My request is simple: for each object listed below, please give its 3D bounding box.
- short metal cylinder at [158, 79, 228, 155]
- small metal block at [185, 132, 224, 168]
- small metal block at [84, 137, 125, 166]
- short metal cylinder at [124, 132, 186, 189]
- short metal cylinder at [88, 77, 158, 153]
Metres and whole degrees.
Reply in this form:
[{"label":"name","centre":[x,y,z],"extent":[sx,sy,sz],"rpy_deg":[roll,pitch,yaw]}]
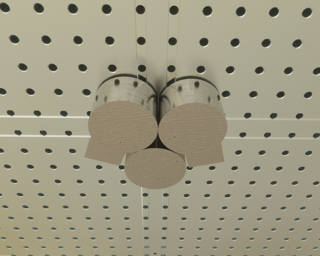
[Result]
[{"label":"short metal cylinder","centre":[0.038,-0.013,0.380],"extent":[0.081,0.050,0.079],"rpy_deg":[0,130,0]},{"label":"small metal block","centre":[0.059,0.025,0.430],"extent":[0.050,0.025,0.050],"rpy_deg":[-11,130,9]},{"label":"small metal block","centre":[-0.071,0.021,0.424],"extent":[0.050,0.025,0.050],"rpy_deg":[16,128,-14]},{"label":"short metal cylinder","centre":[-0.006,0.039,0.423],"extent":[0.081,0.050,0.079],"rpy_deg":[0,130,0]},{"label":"short metal cylinder","centre":[-0.043,-0.015,0.377],"extent":[0.081,0.050,0.079],"rpy_deg":[0,130,0]}]
